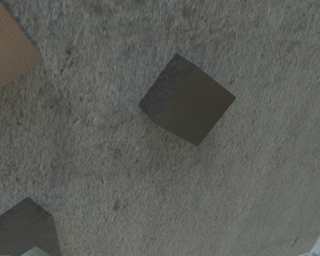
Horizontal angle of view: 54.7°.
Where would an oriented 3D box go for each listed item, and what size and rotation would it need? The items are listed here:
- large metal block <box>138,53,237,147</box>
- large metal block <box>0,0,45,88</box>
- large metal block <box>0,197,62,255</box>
[{"bbox_3d":[0.034,-0.034,0.390,0.080,0.050,0.080,29,102,-38],"label":"large metal block"},{"bbox_3d":[-0.159,-0.075,0.258,0.080,0.050,0.080,-34,129,-7],"label":"large metal block"},{"bbox_3d":[-0.171,0.144,0.368,0.080,0.080,0.050,-35,129,-6],"label":"large metal block"}]
